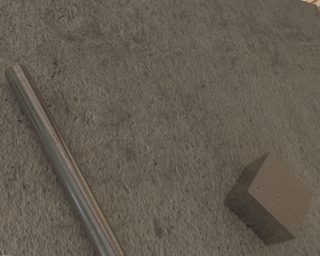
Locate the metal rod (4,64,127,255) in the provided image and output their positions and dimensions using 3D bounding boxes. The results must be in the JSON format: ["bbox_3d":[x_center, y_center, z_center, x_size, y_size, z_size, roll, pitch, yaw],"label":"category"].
[{"bbox_3d":[-0.088,0.059,0.321,0.025,0.025,0.299,-22,74,-36],"label":"metal rod"}]

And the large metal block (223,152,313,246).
[{"bbox_3d":[0.144,0.093,0.411,0.080,0.050,0.080,44,51,2],"label":"large metal block"}]
